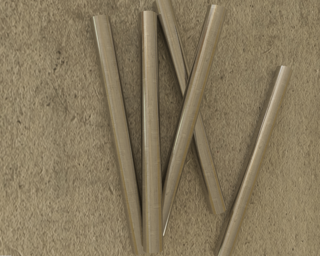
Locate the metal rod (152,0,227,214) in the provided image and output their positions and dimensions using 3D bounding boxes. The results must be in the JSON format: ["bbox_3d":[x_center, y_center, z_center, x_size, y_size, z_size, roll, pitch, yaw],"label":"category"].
[{"bbox_3d":[0.042,-0.026,0.425,0.025,0.025,0.298,-18,96,-19],"label":"metal rod"}]

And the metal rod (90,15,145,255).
[{"bbox_3d":[-0.049,0.011,0.391,0.025,0.025,0.298,-11,94,-20],"label":"metal rod"}]

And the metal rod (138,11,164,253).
[{"bbox_3d":[-0.012,0.001,0.392,0.025,0.025,0.298,0,85,-20],"label":"metal rod"}]

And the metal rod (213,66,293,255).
[{"bbox_3d":[0.141,0.047,0.462,0.025,0.025,0.299,23,82,-19],"label":"metal rod"}]

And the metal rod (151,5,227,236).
[{"bbox_3d":[0.034,-0.007,0.400,0.025,0.025,0.298,14,94,-20],"label":"metal rod"}]
